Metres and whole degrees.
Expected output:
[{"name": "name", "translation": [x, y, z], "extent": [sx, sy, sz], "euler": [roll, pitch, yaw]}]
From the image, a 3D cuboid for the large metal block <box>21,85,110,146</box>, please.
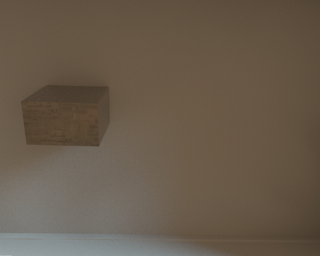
[{"name": "large metal block", "translation": [-0.108, -0.018, 0.375], "extent": [0.080, 0.080, 0.050], "euler": [2, 110, -1]}]
